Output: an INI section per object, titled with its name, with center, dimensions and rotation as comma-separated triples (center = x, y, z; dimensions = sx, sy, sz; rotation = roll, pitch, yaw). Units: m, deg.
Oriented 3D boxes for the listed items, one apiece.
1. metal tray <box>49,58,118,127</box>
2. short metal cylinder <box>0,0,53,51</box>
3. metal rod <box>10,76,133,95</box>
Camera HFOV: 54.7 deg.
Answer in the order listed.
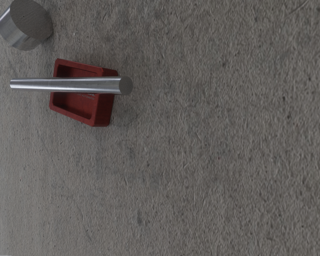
[metal tray]
center = -0.129, -0.060, 0.508
dimensions = 0.130, 0.030, 0.089
rotation = 19, 102, 38
[short metal cylinder]
center = -0.249, -0.191, 0.574
dimensions = 0.050, 0.081, 0.080
rotation = -20, 78, 38
[metal rod]
center = -0.159, -0.069, 0.496
dimensions = 0.300, 0.025, 0.025
rotation = 7, 95, 39
